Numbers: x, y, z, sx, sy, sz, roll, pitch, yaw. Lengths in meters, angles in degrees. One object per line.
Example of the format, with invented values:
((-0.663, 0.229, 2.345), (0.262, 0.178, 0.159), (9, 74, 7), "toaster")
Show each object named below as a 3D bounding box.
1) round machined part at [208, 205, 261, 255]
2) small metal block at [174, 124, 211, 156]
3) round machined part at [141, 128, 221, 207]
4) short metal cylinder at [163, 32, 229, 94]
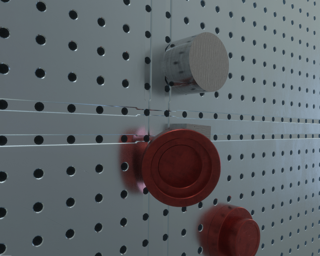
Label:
((0.127, 0.178, 0.504), (0.099, 0.042, 0.097), (0, 90, -40), "round machined part")
((0.047, 0.020, 0.448), (0.050, 0.025, 0.050), (5, 87, -40), "small metal block")
((0.025, 0.048, 0.399), (0.099, 0.042, 0.097), (-1, 95, -6), "round machined part")
((0.052, -0.089, 0.436), (0.081, 0.050, 0.080), (0, 91, -40), "short metal cylinder")
